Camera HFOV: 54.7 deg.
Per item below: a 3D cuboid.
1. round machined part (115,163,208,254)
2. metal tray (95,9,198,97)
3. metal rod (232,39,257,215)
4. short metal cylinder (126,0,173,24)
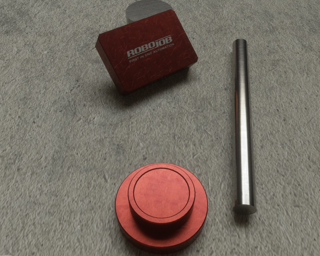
[{"bbox_3d":[0.002,0.077,0.328,0.099,0.042,0.098,0,50,0],"label":"round machined part"},{"bbox_3d":[-0.018,-0.114,0.465,0.131,0.030,0.090,-27,91,-21],"label":"metal tray"},{"bbox_3d":[0.112,-0.026,0.426,0.025,0.025,0.300,7,50,5],"label":"metal rod"},{"bbox_3d":[-0.017,-0.180,0.538,0.081,0.050,0.080,0,50,0],"label":"short metal cylinder"}]
